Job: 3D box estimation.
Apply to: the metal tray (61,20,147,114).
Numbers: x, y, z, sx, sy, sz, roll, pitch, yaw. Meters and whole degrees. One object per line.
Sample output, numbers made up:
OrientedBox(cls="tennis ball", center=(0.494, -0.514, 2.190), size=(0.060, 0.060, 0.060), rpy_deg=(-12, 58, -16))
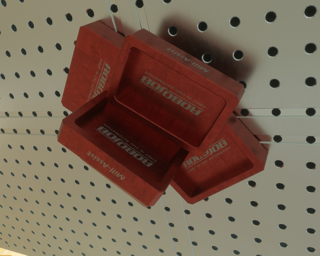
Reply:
OrientedBox(cls="metal tray", center=(-0.073, -0.060, 0.407), size=(0.090, 0.030, 0.129), rpy_deg=(33, 129, 5))

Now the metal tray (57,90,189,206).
OrientedBox(cls="metal tray", center=(-0.038, 0.018, 0.359), size=(0.130, 0.090, 0.030), rpy_deg=(35, 129, 4))

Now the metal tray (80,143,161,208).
OrientedBox(cls="metal tray", center=(-0.056, 0.058, 0.447), size=(0.130, 0.030, 0.090), rpy_deg=(36, 154, 3))

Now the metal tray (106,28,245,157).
OrientedBox(cls="metal tray", center=(0.012, -0.037, 0.338), size=(0.130, 0.030, 0.089), rpy_deg=(31, 128, 7))

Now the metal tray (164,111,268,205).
OrientedBox(cls="metal tray", center=(0.057, 0.038, 0.398), size=(0.090, 0.030, 0.129), rpy_deg=(47, 129, -6))
